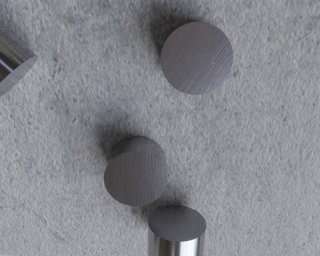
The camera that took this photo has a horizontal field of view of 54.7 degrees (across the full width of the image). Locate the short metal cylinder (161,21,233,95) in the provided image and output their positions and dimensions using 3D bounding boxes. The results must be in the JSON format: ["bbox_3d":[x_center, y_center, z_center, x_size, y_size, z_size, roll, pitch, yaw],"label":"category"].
[{"bbox_3d":[0.041,-0.084,0.366,0.081,0.050,0.079,0,110,-1],"label":"short metal cylinder"}]

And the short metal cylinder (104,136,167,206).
[{"bbox_3d":[-0.031,0.057,0.417,0.081,0.050,0.079,0,110,-1],"label":"short metal cylinder"}]

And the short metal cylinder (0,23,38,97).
[{"bbox_3d":[-0.188,-0.072,0.351,0.080,0.080,0.050,-42,105,13],"label":"short metal cylinder"}]

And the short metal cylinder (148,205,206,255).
[{"bbox_3d":[0.023,0.153,0.437,0.081,0.080,0.050,2,110,-1],"label":"short metal cylinder"}]
